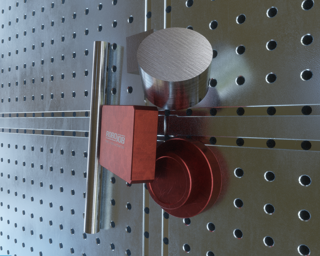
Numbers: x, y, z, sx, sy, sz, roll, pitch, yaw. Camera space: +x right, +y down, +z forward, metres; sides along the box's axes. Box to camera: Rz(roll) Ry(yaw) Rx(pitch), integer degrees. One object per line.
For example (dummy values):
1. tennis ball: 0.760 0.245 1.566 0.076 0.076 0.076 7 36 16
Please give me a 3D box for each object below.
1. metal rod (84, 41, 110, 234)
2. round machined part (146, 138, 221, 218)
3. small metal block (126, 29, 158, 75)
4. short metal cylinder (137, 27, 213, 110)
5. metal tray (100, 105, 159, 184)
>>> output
1. metal rod: -0.100 0.016 0.488 0.025 0.025 0.298 6 94 39
2. round machined part: 0.021 0.061 0.379 0.098 0.042 0.097 0 90 39
3. small metal block: -0.019 -0.102 0.423 0.050 0.025 0.050 -3 88 39
4. short metal cylinder: 0.017 -0.067 0.350 0.080 0.080 0.050 50 163 28
5. metal tray: -0.046 0.015 0.409 0.130 0.030 0.089 9 96 63
